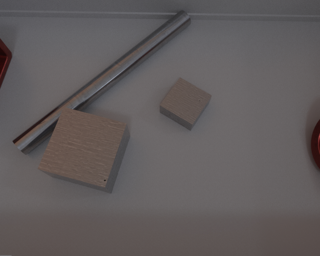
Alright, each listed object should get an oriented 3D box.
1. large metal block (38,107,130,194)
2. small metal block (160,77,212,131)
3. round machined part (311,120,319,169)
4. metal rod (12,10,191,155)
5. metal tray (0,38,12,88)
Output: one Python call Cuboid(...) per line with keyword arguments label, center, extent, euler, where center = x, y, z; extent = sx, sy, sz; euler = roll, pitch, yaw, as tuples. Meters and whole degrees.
Cuboid(label="large metal block", center=(-0.090, 0.029, 0.385), extent=(0.080, 0.050, 0.080), euler=(15, 71, 5))
Cuboid(label="small metal block", center=(0.035, -0.033, 0.422), extent=(0.050, 0.025, 0.050), euler=(32, 73, 10))
Cuboid(label="round machined part", center=(0.240, 0.020, 0.374), extent=(0.042, 0.098, 0.098), euler=(7, 67, -30))
Cuboid(label="metal rod", center=(-0.071, -0.071, 0.434), extent=(0.301, 0.025, 0.025), euler=(-41, 76, -14))
Cuboid(label="metal tray", center=(-0.243, -0.067, 0.396), extent=(0.030, 0.090, 0.130), euler=(9, 70, 3))
